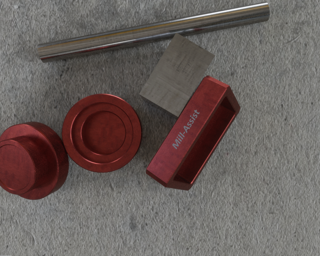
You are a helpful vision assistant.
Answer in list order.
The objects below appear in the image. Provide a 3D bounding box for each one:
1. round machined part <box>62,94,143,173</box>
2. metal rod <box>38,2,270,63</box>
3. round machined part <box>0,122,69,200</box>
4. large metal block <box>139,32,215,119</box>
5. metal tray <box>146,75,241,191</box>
[{"bbox_3d":[-0.071,0.006,0.401,0.099,0.042,0.097,0,90,0],"label":"round machined part"},{"bbox_3d":[-0.008,-0.126,0.409,0.302,0.025,0.025,-11,90,0],"label":"metal rod"},{"bbox_3d":[-0.167,0.043,0.383,0.098,0.042,0.097,4,101,20],"label":"round machined part"},{"bbox_3d":[0.019,-0.059,0.383,0.050,0.080,0.080,31,90,0],"label":"large metal block"},{"bbox_3d":[0.045,0.012,0.376,0.030,0.090,0.130,32,90,26],"label":"metal tray"}]
